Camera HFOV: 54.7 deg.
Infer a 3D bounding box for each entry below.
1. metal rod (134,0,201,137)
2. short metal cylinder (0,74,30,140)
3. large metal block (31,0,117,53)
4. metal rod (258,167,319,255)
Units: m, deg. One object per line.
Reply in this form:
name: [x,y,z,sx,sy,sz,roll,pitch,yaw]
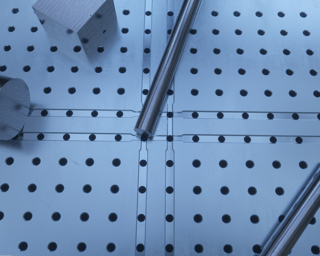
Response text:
metal rod: [0.025,-0.127,0.458,0.025,0.025,0.299,17,71,6]
short metal cylinder: [-0.209,-0.029,0.392,0.050,0.080,0.080,12,71,4]
large metal block: [-0.124,-0.172,0.460,0.080,0.050,0.080,32,73,11]
metal rod: [0.125,0.154,0.356,0.025,0.025,0.301,39,74,13]
